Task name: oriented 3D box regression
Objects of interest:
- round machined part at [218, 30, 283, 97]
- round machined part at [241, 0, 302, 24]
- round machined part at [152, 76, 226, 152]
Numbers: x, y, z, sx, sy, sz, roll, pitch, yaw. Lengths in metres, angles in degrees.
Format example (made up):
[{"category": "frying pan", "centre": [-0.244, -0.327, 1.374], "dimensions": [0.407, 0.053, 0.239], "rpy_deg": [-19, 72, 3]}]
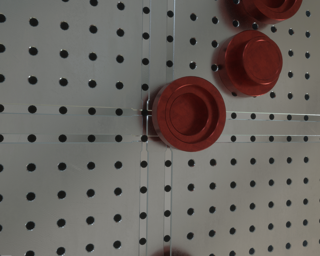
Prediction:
[{"category": "round machined part", "centre": [0.138, -0.095, 0.454], "dimensions": [0.099, 0.042, 0.097], "rpy_deg": [0, 90, -20]}, {"category": "round machined part", "centre": [0.160, -0.203, 0.462], "dimensions": [0.099, 0.042, 0.097], "rpy_deg": [0, 90, -20]}, {"category": "round machined part", "centre": [0.035, -0.018, 0.416], "dimensions": [0.099, 0.042, 0.097], "rpy_deg": [0, 90, -20]}]
